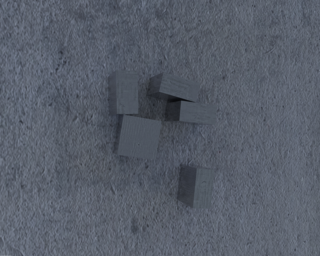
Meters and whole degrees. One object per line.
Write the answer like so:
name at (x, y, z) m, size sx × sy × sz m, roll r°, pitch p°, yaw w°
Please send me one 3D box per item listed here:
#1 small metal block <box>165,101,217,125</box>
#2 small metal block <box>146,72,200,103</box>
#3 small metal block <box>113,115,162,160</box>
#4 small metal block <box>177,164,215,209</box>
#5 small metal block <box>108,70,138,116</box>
small metal block at (0.040, -0.019, 0.410) m, size 0.050 × 0.050 × 0.025 m, roll 6°, pitch 88°, yaw -20°
small metal block at (0.016, -0.050, 0.401) m, size 0.050 × 0.050 × 0.025 m, roll 14°, pitch 86°, yaw -20°
small metal block at (-0.029, 0.012, 0.398) m, size 0.050 × 0.025 × 0.050 m, roll 10°, pitch 87°, yaw -20°
small metal block at (0.047, 0.076, 0.413) m, size 0.025 × 0.050 × 0.050 m, roll 7°, pitch 88°, yaw -20°
small metal block at (-0.046, -0.041, 0.379) m, size 0.025 × 0.050 × 0.050 m, roll -2°, pitch 91°, yaw -20°
